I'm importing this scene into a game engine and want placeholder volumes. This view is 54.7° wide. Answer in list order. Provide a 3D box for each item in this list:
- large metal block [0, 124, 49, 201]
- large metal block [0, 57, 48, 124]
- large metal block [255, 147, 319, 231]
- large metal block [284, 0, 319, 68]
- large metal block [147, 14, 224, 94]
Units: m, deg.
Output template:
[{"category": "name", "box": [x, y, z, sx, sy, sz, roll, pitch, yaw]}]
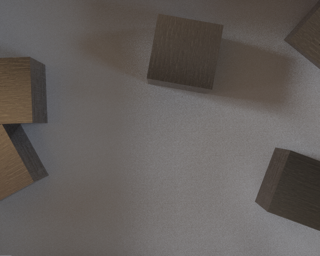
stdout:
[{"category": "large metal block", "box": [-0.206, 0.049, 0.397, 0.080, 0.050, 0.080, -29, 90, 0]}, {"category": "large metal block", "box": [-0.195, -0.045, 0.397, 0.081, 0.050, 0.080, -2, 90, 0]}, {"category": "large metal block", "box": [0.182, 0.078, 0.400, 0.080, 0.050, 0.080, 20, 90, 0]}, {"category": "large metal block", "box": [0.219, -0.118, 0.388, 0.080, 0.050, 0.080, 39, 111, 0]}, {"category": "large metal block", "box": [0.030, -0.092, 0.399, 0.080, 0.050, 0.080, 10, 90, 0]}]
